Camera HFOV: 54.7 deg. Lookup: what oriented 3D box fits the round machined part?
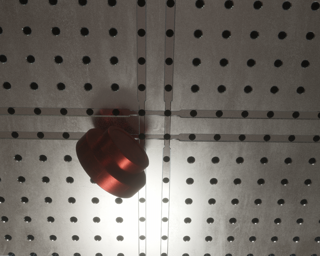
[{"bbox_3d":[-0.052,0.036,0.387,0.098,0.098,0.042,43,104,-14],"label":"round machined part"}]
